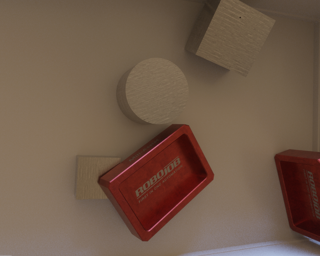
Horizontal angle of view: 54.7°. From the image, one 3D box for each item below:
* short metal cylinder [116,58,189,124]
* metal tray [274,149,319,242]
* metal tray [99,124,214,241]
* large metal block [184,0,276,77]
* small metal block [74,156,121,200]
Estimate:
[{"bbox_3d":[-0.011,-0.045,0.394,0.081,0.050,0.079,0,90,-21],"label":"short metal cylinder"},{"bbox_3d":[0.225,0.100,0.461,0.030,0.090,0.129,-16,96,-20],"label":"metal tray"},{"bbox_3d":[0.001,0.065,0.393,0.131,0.030,0.090,-37,109,-26],"label":"metal tray"},{"bbox_3d":[0.092,-0.125,0.418,0.081,0.050,0.080,19,106,-20],"label":"large metal block"},{"bbox_3d":[-0.078,0.060,0.383,0.050,0.025,0.050,3,89,-20],"label":"small metal block"}]
